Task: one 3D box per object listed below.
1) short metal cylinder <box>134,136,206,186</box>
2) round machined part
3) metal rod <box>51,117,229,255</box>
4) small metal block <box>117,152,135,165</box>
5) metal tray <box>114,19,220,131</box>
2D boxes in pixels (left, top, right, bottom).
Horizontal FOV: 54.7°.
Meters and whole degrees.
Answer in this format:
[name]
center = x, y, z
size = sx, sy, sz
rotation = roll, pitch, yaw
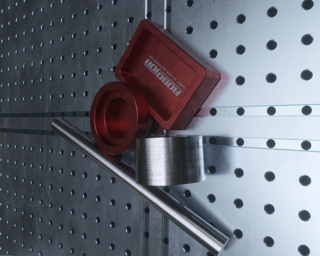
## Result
[short metal cylinder]
center = 0.011, 0.036, 0.361
size = 0.080, 0.081, 0.050
rotation = -5, 87, 39
[round machined part]
center = -0.050, -0.013, 0.427
size = 0.098, 0.042, 0.097
rotation = 0, 90, 41
[metal rod]
center = -0.043, 0.064, 0.416
size = 0.300, 0.025, 0.025
rotation = 32, 110, 26
[small metal block]
center = -0.066, 0.038, 0.461
size = 0.050, 0.025, 0.050
rotation = 35, 111, 34
[metal tray]
center = 0.003, -0.069, 0.401
size = 0.130, 0.030, 0.089
rotation = 48, 118, 29
